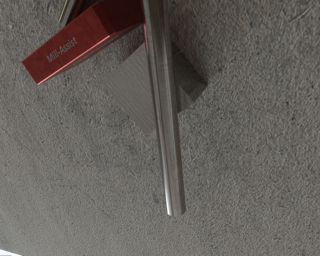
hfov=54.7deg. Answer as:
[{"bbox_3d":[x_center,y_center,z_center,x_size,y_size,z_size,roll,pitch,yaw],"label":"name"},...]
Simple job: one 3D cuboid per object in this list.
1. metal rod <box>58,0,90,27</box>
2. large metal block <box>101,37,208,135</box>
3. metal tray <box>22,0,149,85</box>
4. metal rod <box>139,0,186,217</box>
[{"bbox_3d":[-0.038,-0.219,0.289,0.025,0.025,0.298,40,129,0],"label":"metal rod"},{"bbox_3d":[-0.006,-0.051,0.361,0.080,0.050,0.080,-34,100,38],"label":"large metal block"},{"bbox_3d":[-0.080,-0.099,0.343,0.130,0.090,0.030,-20,108,35],"label":"metal tray"},{"bbox_3d":[0.005,-0.026,0.322,0.025,0.025,0.298,7,122,24],"label":"metal rod"}]
